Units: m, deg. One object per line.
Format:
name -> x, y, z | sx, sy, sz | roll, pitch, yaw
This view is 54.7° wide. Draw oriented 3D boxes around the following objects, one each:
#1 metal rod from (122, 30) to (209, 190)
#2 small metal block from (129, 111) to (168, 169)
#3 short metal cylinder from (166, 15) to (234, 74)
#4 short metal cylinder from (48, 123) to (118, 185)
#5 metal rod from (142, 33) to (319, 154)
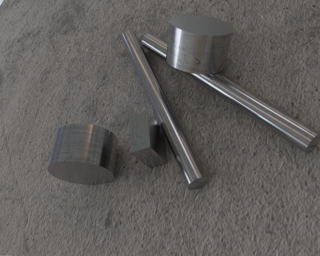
metal rod -> -0.005, -0.047, 0.435 | 0.025, 0.025, 0.300 | -30, 52, 9
small metal block -> -0.014, 0.016, 0.385 | 0.025, 0.050, 0.050 | -18, 55, 18
short metal cylinder -> 0.050, -0.111, 0.405 | 0.081, 0.050, 0.080 | 5, 36, -3
short metal cylinder -> -0.097, 0.036, 0.397 | 0.080, 0.080, 0.050 | -11, 57, 22
metal rod -> 0.068, -0.063, 0.406 | 0.025, 0.025, 0.300 | -45, 51, -3
